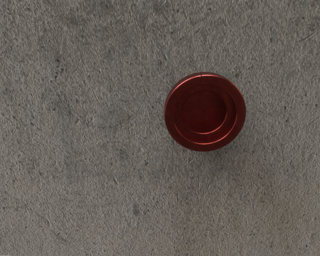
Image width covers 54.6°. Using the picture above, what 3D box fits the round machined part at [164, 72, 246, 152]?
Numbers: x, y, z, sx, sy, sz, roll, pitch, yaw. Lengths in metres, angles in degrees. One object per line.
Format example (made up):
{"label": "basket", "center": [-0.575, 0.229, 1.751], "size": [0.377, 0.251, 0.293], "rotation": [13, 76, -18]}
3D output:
{"label": "round machined part", "center": [0.054, -0.023, 0.393], "size": [0.099, 0.042, 0.097], "rotation": [0, 110, 0]}
